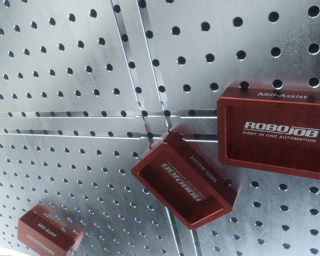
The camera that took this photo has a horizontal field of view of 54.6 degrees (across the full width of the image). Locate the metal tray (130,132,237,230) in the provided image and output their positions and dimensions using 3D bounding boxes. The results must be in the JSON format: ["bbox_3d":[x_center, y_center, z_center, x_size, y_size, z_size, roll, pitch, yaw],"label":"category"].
[{"bbox_3d":[0.032,0.078,0.439,0.130,0.030,0.090,45,129,-3],"label":"metal tray"}]

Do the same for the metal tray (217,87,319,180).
[{"bbox_3d":[0.131,0.005,0.342,0.130,0.030,0.089,7,122,24],"label":"metal tray"}]

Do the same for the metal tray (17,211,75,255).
[{"bbox_3d":[-0.261,0.255,0.705,0.130,0.030,0.089,31,128,8],"label":"metal tray"}]
